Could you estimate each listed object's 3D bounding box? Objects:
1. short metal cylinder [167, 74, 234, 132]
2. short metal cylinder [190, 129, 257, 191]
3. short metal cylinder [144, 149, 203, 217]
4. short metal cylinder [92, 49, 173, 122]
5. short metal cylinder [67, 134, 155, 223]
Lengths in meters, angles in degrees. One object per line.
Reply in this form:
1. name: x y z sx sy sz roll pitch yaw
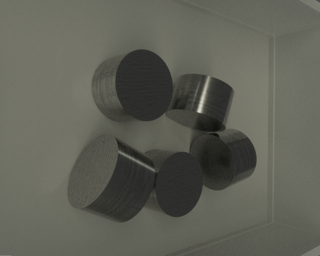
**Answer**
1. short metal cylinder: 0.055 -0.032 0.418 0.080 0.080 0.050 27 73 -37
2. short metal cylinder: 0.090 0.044 0.447 0.050 0.080 0.079 -12 98 -40
3. short metal cylinder: 0.010 0.069 0.398 0.081 0.050 0.079 0 90 -40
4. short metal cylinder: -0.031 -0.047 0.363 0.081 0.050 0.079 0 90 -40
5. short metal cylinder: -0.052 0.053 0.326 0.050 0.080 0.080 34 69 -35
